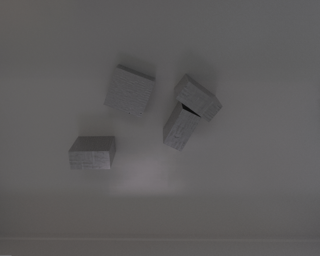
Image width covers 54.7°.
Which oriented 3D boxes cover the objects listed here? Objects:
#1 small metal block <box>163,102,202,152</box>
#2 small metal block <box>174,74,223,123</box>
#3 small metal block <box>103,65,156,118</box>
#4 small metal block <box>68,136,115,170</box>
[{"bbox_3d":[0.027,-0.005,0.396,0.025,0.050,0.050,26,108,-9],"label":"small metal block"},{"bbox_3d":[0.046,-0.038,0.384,0.050,0.050,0.025,35,107,-12],"label":"small metal block"},{"bbox_3d":[-0.038,-0.047,0.394,0.050,0.025,0.050,20,109,-7],"label":"small metal block"},{"bbox_3d":[-0.088,0.032,0.409,0.050,0.050,0.025,-1,110,0],"label":"small metal block"}]
